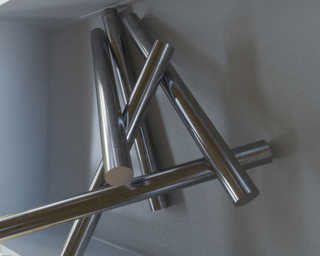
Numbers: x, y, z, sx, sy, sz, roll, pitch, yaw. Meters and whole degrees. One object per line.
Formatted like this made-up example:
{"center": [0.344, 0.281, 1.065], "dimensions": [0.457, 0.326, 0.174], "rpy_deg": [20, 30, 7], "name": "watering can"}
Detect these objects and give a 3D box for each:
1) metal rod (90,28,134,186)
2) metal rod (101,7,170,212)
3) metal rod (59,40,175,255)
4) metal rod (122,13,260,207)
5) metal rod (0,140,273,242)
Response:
{"center": [-0.066, -0.052, 0.378], "dimensions": [0.025, 0.025, 0.300], "rpy_deg": [-53, 33, 27], "name": "metal rod"}
{"center": [-0.038, -0.034, 0.438], "dimensions": [0.025, 0.025, 0.299], "rpy_deg": [-25, 74, 37], "name": "metal rod"}
{"center": [-0.055, 0.044, 0.347], "dimensions": [0.025, 0.025, 0.299], "rpy_deg": [24, 90, 37], "name": "metal rod"}
{"center": [0.017, -0.046, 0.356], "dimensions": [0.025, 0.025, 0.299], "rpy_deg": [-51, 49, 28], "name": "metal rod"}
{"center": [-0.034, 0.067, 0.321], "dimensions": [0.302, 0.025, 0.025], "rpy_deg": [-16, 77, 1], "name": "metal rod"}
